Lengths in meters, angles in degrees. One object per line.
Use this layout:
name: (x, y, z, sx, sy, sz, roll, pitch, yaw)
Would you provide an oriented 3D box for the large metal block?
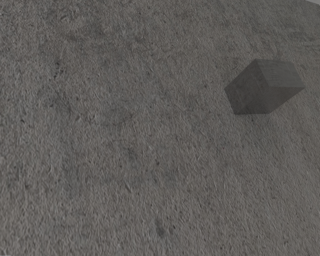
large metal block: (0.165, -0.064, 0.496, 0.081, 0.080, 0.050, -3, 63, -30)
